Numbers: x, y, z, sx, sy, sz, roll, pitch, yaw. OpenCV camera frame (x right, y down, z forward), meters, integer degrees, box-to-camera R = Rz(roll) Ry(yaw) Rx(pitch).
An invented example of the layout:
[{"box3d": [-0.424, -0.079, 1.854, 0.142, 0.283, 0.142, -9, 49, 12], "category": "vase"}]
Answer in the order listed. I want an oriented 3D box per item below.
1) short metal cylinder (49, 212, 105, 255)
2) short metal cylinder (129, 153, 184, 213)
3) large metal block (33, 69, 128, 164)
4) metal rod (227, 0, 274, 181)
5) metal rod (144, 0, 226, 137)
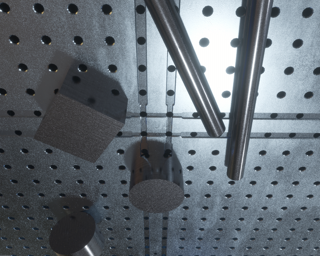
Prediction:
[{"box3d": [-0.143, 0.195, 0.540, 0.080, 0.080, 0.050, -8, 130, 7], "category": "short metal cylinder"}, {"box3d": [-0.005, 0.084, 0.466, 0.081, 0.050, 0.079, 0, 130, 0], "category": "short metal cylinder"}, {"box3d": [-0.096, -0.012, 0.384, 0.080, 0.050, 0.080, 27, 125, -21], "category": "large metal block"}, {"box3d": [0.105, -0.043, 0.376, 0.025, 0.025, 0.298, -3, 130, 2], "category": "metal rod"}, {"box3d": [0.013, -0.100, 0.326, 0.025, 0.025, 0.299, -19, 128, 15], "category": "metal rod"}]
